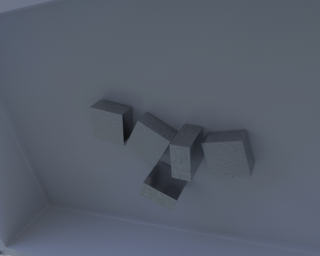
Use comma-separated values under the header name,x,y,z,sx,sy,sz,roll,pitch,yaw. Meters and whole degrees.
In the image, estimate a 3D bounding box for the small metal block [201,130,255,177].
name,x,y,z,sx,sy,sz,roll,pitch,yaw
small metal block,0.084,0.032,0.380,0.050,0.025,0.050,-6,116,30

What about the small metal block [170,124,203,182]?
name,x,y,z,sx,sy,sz,roll,pitch,yaw
small metal block,0.035,0.030,0.390,0.025,0.050,0.050,9,122,23

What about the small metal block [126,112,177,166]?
name,x,y,z,sx,sy,sz,roll,pitch,yaw
small metal block,-0.012,0.015,0.419,0.050,0.025,0.050,33,129,5

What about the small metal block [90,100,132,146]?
name,x,y,z,sx,sy,sz,roll,pitch,yaw
small metal block,-0.067,-0.008,0.434,0.050,0.025,0.050,14,124,20

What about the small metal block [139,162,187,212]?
name,x,y,z,sx,sy,sz,roll,pitch,yaw
small metal block,0.007,0.080,0.434,0.050,0.050,0.025,27,128,10
